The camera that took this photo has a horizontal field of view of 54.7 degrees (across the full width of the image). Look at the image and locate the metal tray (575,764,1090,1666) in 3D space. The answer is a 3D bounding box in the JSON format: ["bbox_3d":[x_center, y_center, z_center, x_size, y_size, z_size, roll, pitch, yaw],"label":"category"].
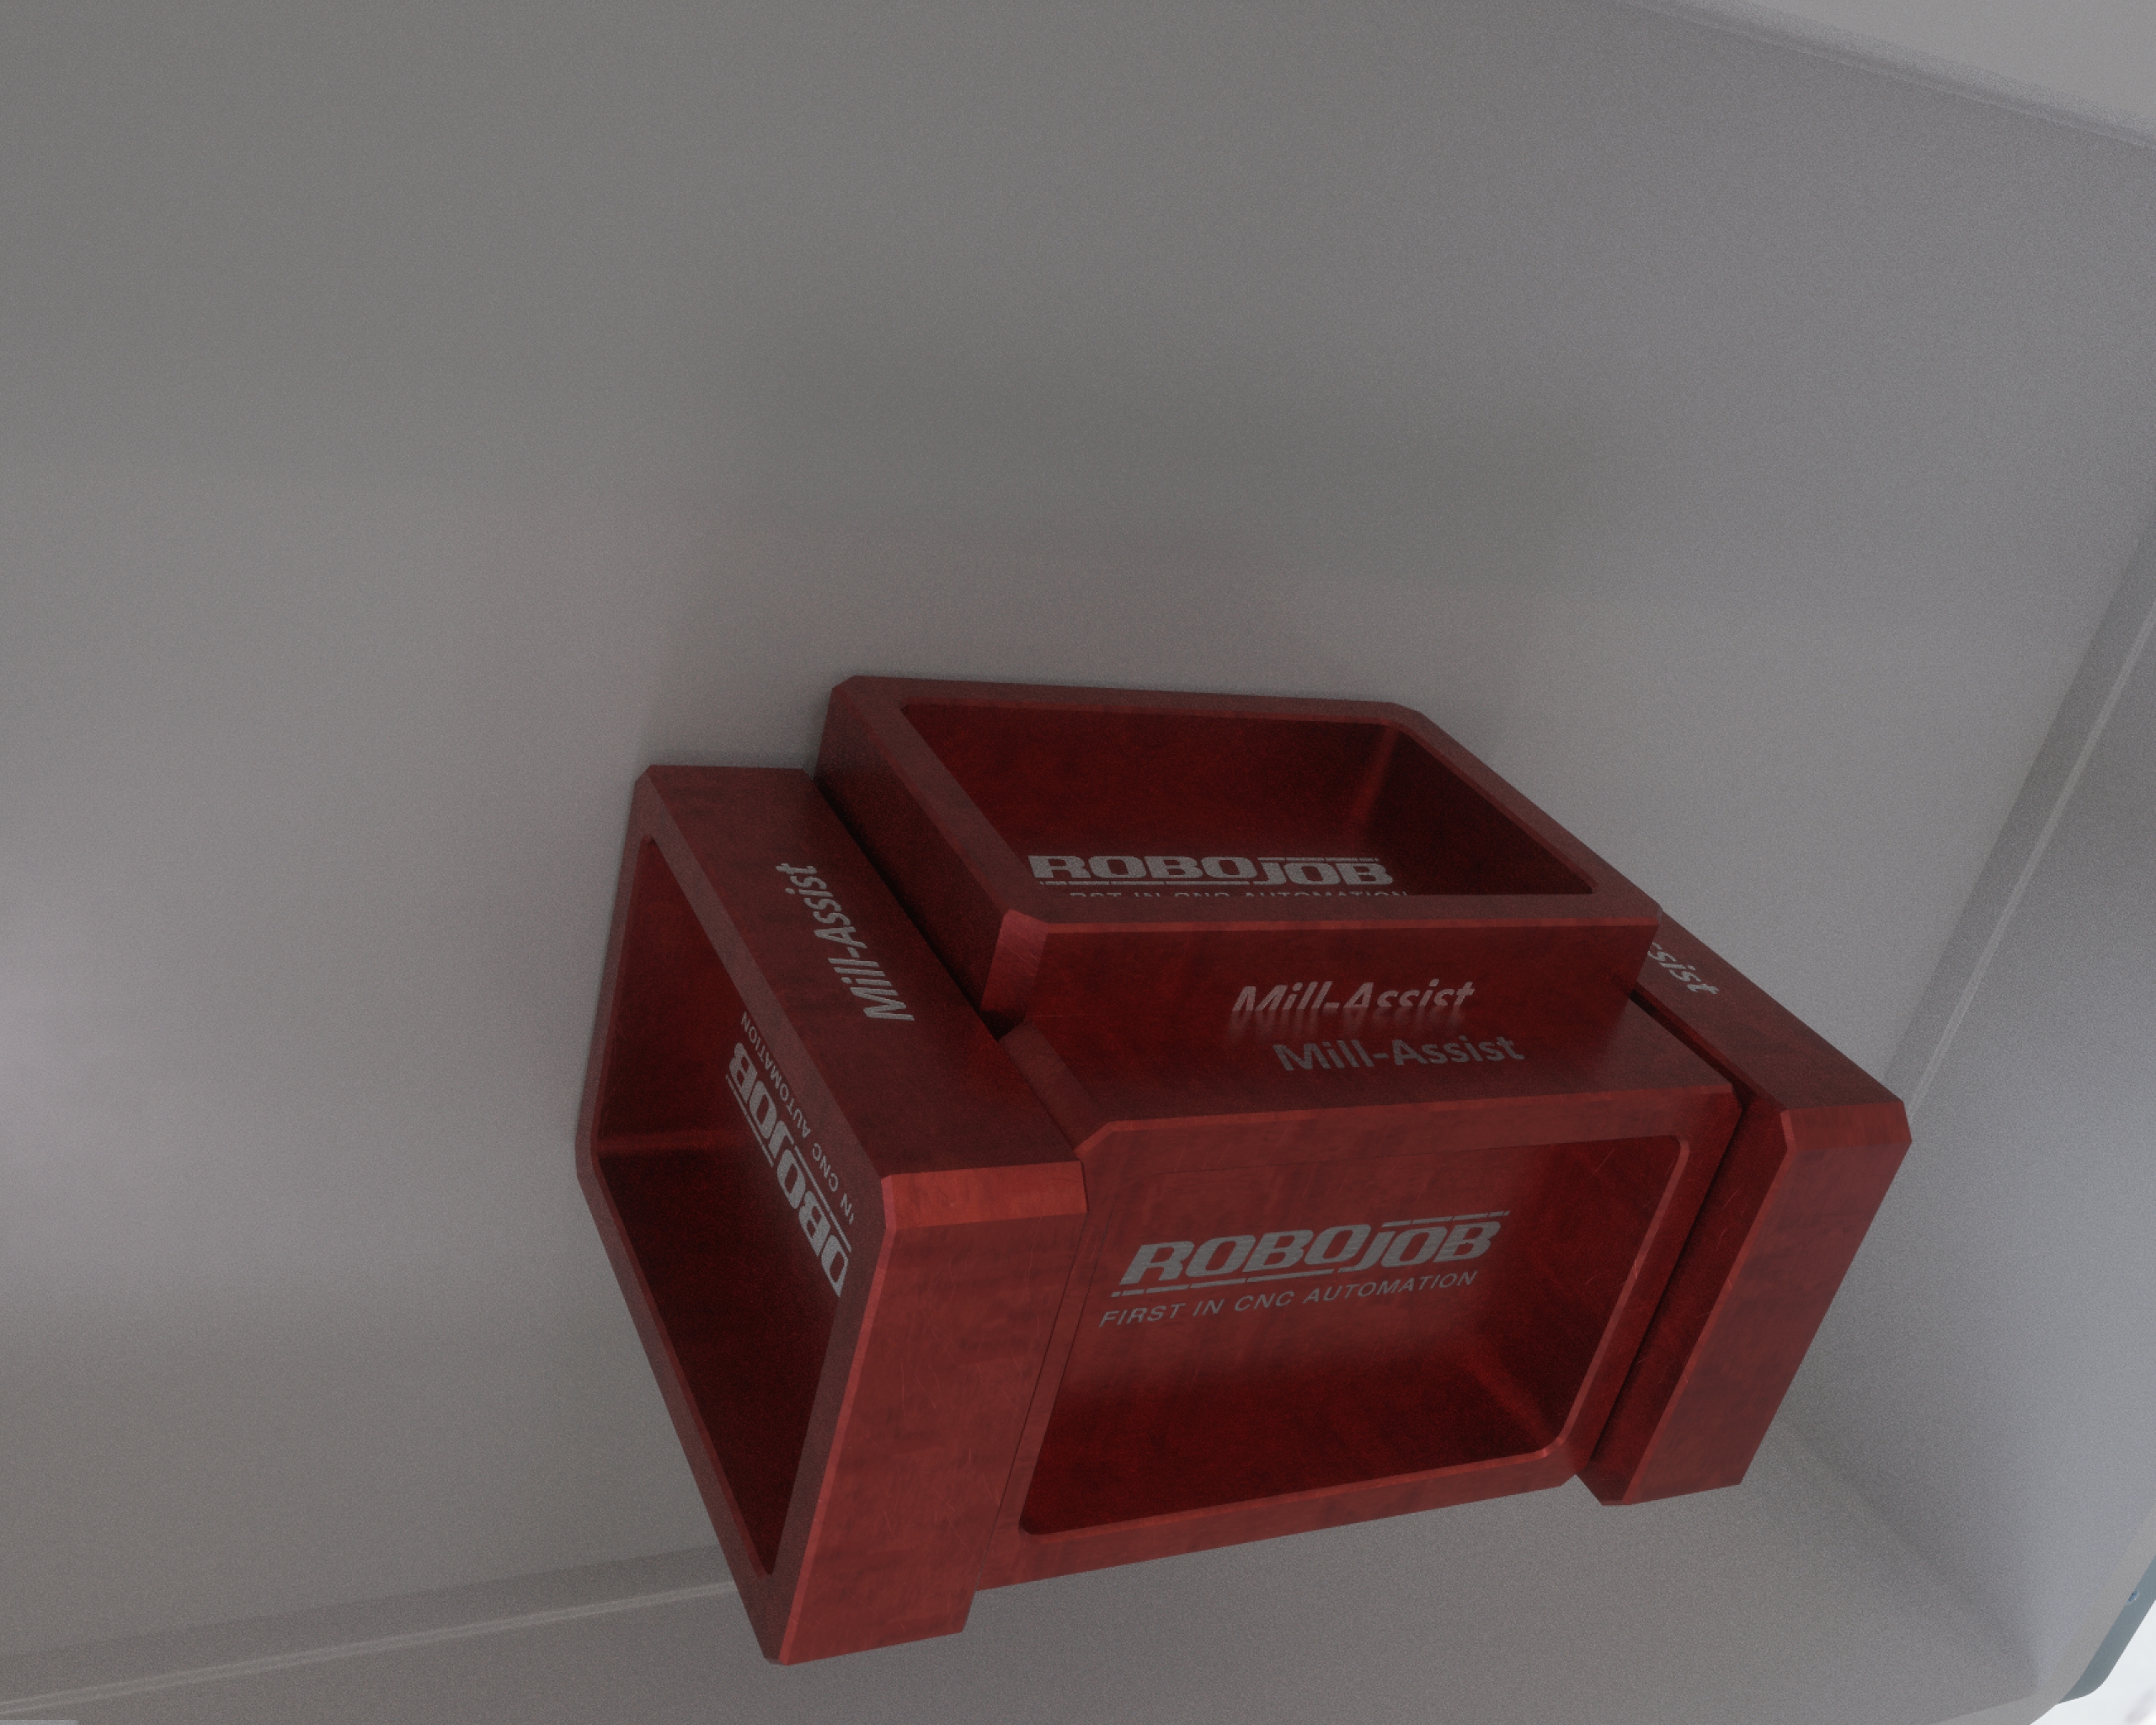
[{"bbox_3d":[-0.048,0.051,0.344,0.030,0.130,0.089,0,119,-29],"label":"metal tray"}]

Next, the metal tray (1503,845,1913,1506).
[{"bbox_3d":[0.096,0.052,0.422,0.030,0.130,0.089,1,119,-29],"label":"metal tray"}]

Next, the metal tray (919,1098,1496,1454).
[{"bbox_3d":[0.006,0.079,0.415,0.131,0.090,0.030,0,118,-29],"label":"metal tray"}]

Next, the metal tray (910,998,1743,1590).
[{"bbox_3d":[0.041,0.070,0.352,0.131,0.030,0.089,1,118,-29],"label":"metal tray"}]

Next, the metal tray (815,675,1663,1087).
[{"bbox_3d":[0.027,0.001,0.378,0.131,0.090,0.030,0,119,-28],"label":"metal tray"}]
